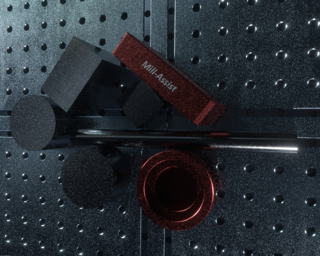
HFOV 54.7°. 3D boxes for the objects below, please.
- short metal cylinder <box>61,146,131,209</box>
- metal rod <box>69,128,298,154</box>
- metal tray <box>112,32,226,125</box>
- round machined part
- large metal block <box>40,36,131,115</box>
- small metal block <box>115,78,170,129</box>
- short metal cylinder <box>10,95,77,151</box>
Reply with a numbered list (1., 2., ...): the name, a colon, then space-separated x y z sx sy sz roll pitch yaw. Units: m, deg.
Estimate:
1. short metal cylinder: -0.088 0.066 0.430 0.080 0.050 0.080 0 90 20
2. metal rod: 0.016 0.015 0.407 0.301 0.025 0.025 1 90 19
3. metal tray: 0.015 -0.056 0.372 0.130 0.090 0.030 42 103 15
4. round machined part: 0.023 0.076 0.395 0.098 0.042 0.097 0 90 20
5. large metal block: -0.097 -0.066 0.418 0.050 0.080 0.080 40 103 15
6. small metal block: -0.023 -0.034 0.421 0.050 0.025 0.050 -41 77 15
7. short metal cylinder: -0.172 -0.007 0.459 0.080 0.050 0.080 0 90 20
